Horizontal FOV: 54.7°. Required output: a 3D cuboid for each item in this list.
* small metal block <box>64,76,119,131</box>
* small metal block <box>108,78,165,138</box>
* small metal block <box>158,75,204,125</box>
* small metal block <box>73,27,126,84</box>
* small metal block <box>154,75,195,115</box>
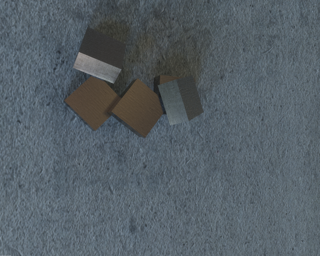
[{"bbox_3d":[-0.081,-0.032,0.380,0.050,0.025,0.050,-47,105,-14],"label":"small metal block"},{"bbox_3d":[-0.026,-0.023,0.374,0.050,0.025,0.050,40,77,-16],"label":"small metal block"},{"bbox_3d":[0.027,-0.035,0.381,0.050,0.025,0.050,-28,103,-58],"label":"small metal block"},{"bbox_3d":[-0.071,-0.087,0.372,0.050,0.025,0.050,20,47,-19],"label":"small metal block"},{"bbox_3d":[0.019,-0.043,0.418,0.050,0.025,0.050,2,89,-21],"label":"small metal block"}]
